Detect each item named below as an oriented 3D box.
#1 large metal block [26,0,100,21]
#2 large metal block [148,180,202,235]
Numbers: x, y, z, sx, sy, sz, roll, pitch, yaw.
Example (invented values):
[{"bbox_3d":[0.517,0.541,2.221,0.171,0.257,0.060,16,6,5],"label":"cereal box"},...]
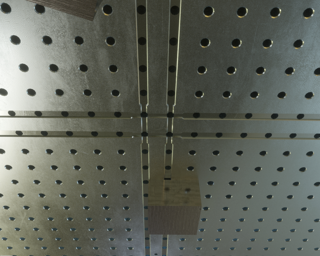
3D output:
[{"bbox_3d":[-0.086,-0.151,0.266,0.080,0.050,0.079,14,129,-12],"label":"large metal block"},{"bbox_3d":[0.021,0.130,0.506,0.080,0.050,0.080,1,130,-1],"label":"large metal block"}]
